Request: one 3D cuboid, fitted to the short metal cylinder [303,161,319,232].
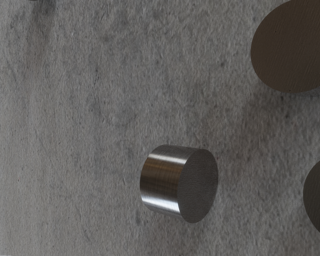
[{"bbox_3d":[0.166,0.055,0.251,0.080,0.050,0.079,0,90,39],"label":"short metal cylinder"}]

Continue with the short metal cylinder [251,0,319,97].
[{"bbox_3d":[0.131,-0.069,0.280,0.080,0.050,0.079,0,90,39],"label":"short metal cylinder"}]

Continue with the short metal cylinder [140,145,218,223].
[{"bbox_3d":[0.023,0.060,0.348,0.050,0.081,0.079,5,93,39],"label":"short metal cylinder"}]
